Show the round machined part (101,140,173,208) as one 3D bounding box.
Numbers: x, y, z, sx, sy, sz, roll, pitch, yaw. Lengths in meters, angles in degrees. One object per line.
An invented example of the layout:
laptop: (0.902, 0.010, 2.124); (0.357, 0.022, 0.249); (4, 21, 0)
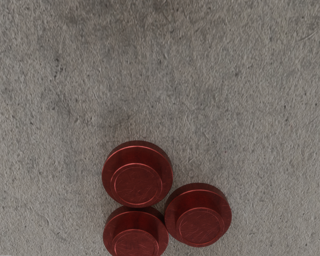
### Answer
round machined part: (-0.031, 0.070, 0.426); (0.099, 0.042, 0.097); (0, 110, 0)

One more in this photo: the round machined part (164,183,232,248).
round machined part: (0.055, 0.132, 0.450); (0.099, 0.042, 0.097); (0, 110, 0)

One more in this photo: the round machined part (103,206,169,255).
round machined part: (-0.036, 0.166, 0.461); (0.099, 0.042, 0.097); (0, 110, 0)
